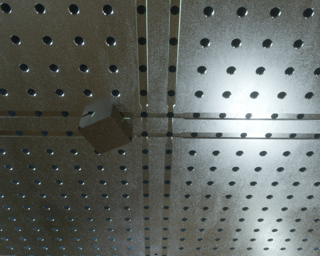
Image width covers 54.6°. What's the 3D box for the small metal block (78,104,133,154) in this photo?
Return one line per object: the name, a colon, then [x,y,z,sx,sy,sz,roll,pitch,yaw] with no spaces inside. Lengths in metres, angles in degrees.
small metal block: [-0.072,0.002,0.413,0.050,0.025,0.050,-22,127,17]
